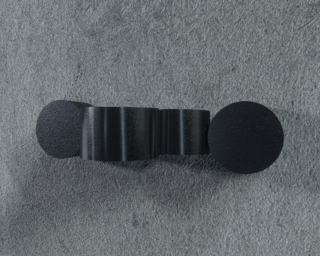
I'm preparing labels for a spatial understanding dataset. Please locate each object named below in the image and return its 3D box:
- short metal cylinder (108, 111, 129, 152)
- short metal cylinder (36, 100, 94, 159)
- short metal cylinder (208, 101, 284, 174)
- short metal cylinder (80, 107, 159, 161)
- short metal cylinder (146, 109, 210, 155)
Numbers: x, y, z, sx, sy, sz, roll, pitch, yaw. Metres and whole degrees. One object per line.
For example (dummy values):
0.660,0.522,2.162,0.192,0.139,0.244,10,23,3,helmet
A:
-0.056,0.003,0.401,0.080,0.080,0.050,0,90,20,short metal cylinder
-0.126,0.002,0.441,0.080,0.050,0.080,0,90,19,short metal cylinder
0.100,0.010,0.361,0.080,0.050,0.080,0,91,19,short metal cylinder
-0.042,0.004,0.322,0.080,0.080,0.050,1,92,20,short metal cylinder
0.020,0.005,0.374,0.080,0.080,0.050,0,90,20,short metal cylinder
